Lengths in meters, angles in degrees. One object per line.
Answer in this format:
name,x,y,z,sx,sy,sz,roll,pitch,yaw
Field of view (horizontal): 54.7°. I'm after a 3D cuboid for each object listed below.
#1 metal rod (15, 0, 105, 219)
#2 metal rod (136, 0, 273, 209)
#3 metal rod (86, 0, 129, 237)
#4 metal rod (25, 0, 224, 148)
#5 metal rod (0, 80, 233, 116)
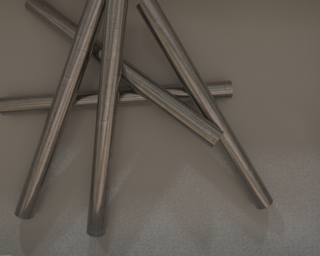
metal rod,-0.124,-0.022,0.385,0.025,0.025,0.298,22,99,-1
metal rod,0.061,-0.024,0.390,0.025,0.025,0.299,-32,99,0
metal rod,-0.066,-0.007,0.380,0.025,0.025,0.298,7,102,-1
metal rod,-0.049,-0.075,0.391,0.300,0.025,0.025,37,90,7
metal rod,-0.057,-0.040,0.410,0.302,0.025,0.025,-4,90,-1
